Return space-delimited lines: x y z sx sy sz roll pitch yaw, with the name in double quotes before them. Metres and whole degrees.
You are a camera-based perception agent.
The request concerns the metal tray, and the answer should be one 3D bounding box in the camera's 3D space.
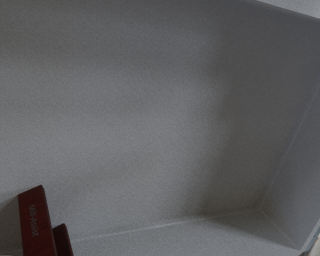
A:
"metal tray" -0.133 0.137 0.372 0.030 0.130 0.089 -23 128 -14
